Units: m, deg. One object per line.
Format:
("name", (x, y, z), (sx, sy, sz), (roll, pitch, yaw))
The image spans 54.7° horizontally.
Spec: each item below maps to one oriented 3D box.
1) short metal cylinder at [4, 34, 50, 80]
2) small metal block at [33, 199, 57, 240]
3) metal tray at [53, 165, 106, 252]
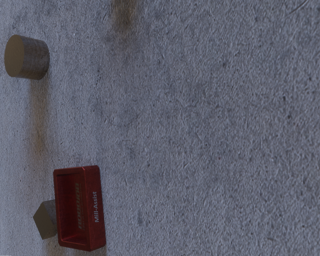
("short metal cylinder", (-0.260, -0.136, 0.603), (0.080, 0.050, 0.079), (0, 90, 40))
("small metal block", (-0.207, 0.170, 0.576), (0.050, 0.025, 0.050), (-52, 60, 27))
("metal tray", (-0.135, 0.130, 0.512), (0.090, 0.030, 0.129), (-10, 84, 39))
